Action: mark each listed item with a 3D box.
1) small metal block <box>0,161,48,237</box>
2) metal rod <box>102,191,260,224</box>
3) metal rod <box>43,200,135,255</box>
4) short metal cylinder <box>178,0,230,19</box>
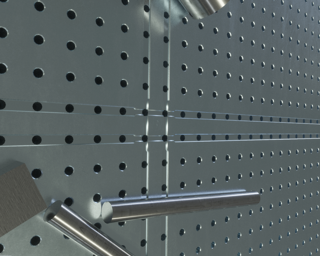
[{"bbox_3d":[-0.143,0.066,0.290,0.050,0.025,0.050,-32,110,-36],"label":"small metal block"},{"bbox_3d":[0.054,0.111,0.456,0.302,0.025,0.025,7,86,-40],"label":"metal rod"},{"bbox_3d":[-0.024,0.183,0.391,0.300,0.025,0.025,49,61,-29],"label":"metal rod"},{"bbox_3d":[0.061,-0.197,0.426,0.050,0.080,0.080,43,64,-33],"label":"short metal cylinder"}]
